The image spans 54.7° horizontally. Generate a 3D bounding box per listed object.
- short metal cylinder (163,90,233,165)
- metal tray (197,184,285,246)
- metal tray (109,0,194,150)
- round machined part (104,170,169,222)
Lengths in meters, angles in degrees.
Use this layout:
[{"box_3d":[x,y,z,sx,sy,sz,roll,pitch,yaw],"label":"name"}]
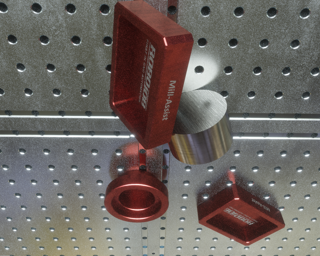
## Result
[{"box_3d":[0.044,-0.002,0.374,0.080,0.080,0.050,-13,129,10],"label":"short metal cylinder"},{"box_3d":[0.142,0.156,0.543,0.130,0.030,0.090,32,123,-25],"label":"metal tray"},{"box_3d":[-0.016,-0.053,0.323,0.030,0.090,0.129,-18,138,-31],"label":"metal tray"},{"box_3d":[-0.036,0.104,0.489,0.099,0.042,0.097,-1,130,0],"label":"round machined part"}]
